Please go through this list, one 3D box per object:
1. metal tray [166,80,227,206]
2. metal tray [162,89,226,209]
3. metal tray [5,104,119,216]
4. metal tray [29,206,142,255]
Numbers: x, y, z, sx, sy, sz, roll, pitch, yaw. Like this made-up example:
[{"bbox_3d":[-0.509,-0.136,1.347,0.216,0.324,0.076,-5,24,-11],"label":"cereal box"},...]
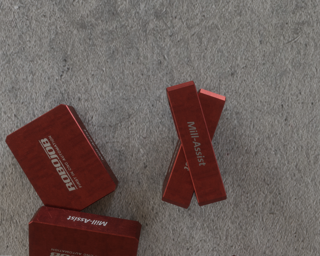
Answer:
[{"bbox_3d":[0.039,0.016,0.365,0.030,0.090,0.129,-16,89,2],"label":"metal tray"},{"bbox_3d":[0.038,0.022,0.377,0.030,0.090,0.129,19,90,1],"label":"metal tray"},{"bbox_3d":[-0.126,0.045,0.406,0.090,0.030,0.130,-31,90,0],"label":"metal tray"},{"bbox_3d":[-0.094,0.153,0.390,0.131,0.030,0.089,9,113,0],"label":"metal tray"}]
